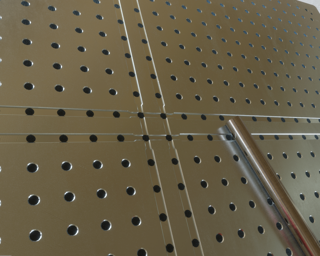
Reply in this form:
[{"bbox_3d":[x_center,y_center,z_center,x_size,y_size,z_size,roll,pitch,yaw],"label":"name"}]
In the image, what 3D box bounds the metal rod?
[{"bbox_3d":[0.181,0.114,0.438,0.025,0.025,0.299,-17,71,-35],"label":"metal rod"}]
